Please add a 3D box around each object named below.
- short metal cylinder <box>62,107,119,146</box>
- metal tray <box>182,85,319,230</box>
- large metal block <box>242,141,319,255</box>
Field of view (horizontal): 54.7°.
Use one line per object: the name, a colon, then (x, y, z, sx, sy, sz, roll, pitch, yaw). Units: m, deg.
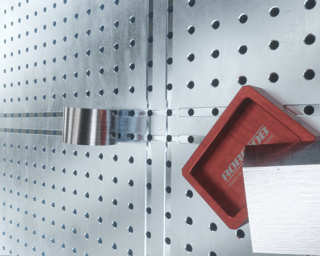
short metal cylinder: (-0.102, -0.004, 0.458, 0.080, 0.081, 0.050, 6, 94, 40)
metal tray: (0.091, 0.031, 0.330, 0.090, 0.030, 0.129, 47, 118, 29)
large metal block: (0.118, 0.058, 0.265, 0.080, 0.050, 0.079, -5, 106, 19)
